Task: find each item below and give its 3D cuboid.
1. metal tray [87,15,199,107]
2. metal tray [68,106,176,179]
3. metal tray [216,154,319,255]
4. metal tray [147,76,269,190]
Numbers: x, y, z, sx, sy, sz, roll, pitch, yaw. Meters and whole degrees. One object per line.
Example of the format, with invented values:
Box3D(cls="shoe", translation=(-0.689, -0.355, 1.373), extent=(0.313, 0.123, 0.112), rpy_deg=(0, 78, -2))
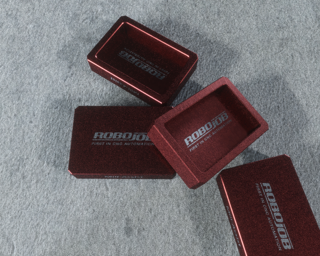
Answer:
Box3D(cls="metal tray", translation=(-0.024, -0.093, 0.438), extent=(0.130, 0.030, 0.090), rpy_deg=(31, 73, 10))
Box3D(cls="metal tray", translation=(-0.045, 0.018, 0.398), extent=(0.131, 0.030, 0.090), rpy_deg=(1, 70, 0))
Box3D(cls="metal tray", translation=(0.130, 0.105, 0.369), extent=(0.091, 0.030, 0.130), rpy_deg=(-13, 71, -5))
Box3D(cls="metal tray", translation=(0.061, 0.002, 0.382), extent=(0.131, 0.030, 0.090), rpy_deg=(-34, 80, -28))
